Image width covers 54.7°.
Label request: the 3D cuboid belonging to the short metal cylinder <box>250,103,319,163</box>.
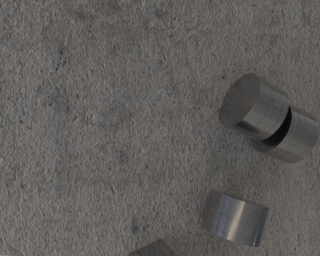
[{"bbox_3d":[0.176,0.005,0.445,0.050,0.080,0.080,22,83,-19],"label":"short metal cylinder"}]

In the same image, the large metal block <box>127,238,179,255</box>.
[{"bbox_3d":[0.005,0.197,0.382,0.050,0.080,0.080,-20,97,-19],"label":"large metal block"}]

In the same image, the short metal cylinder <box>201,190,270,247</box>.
[{"bbox_3d":[0.101,0.119,0.417,0.081,0.080,0.050,19,84,-19],"label":"short metal cylinder"}]

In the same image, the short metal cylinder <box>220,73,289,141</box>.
[{"bbox_3d":[0.128,-0.029,0.427,0.050,0.080,0.080,25,82,-19],"label":"short metal cylinder"}]
